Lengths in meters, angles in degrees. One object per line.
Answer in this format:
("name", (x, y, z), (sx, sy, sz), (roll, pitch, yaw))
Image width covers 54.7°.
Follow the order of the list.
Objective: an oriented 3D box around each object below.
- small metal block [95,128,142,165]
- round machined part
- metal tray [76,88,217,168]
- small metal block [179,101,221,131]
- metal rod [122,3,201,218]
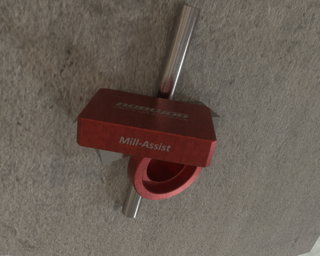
("small metal block", (-0.054, 0.012, 0.371), (0.050, 0.050, 0.025), (-18, 126, -19))
("round machined part", (0.005, 0.040, 0.390), (0.099, 0.042, 0.097), (-16, 129, -21))
("metal tray", (-0.011, -0.004, 0.329), (0.131, 0.090, 0.030), (10, 115, -1))
("small metal block", (0.042, -0.014, 0.408), (0.050, 0.050, 0.025), (-2, 119, -28))
("metal rod", (-0.006, -0.005, 0.404), (0.025, 0.025, 0.298), (2, 117, -30))
